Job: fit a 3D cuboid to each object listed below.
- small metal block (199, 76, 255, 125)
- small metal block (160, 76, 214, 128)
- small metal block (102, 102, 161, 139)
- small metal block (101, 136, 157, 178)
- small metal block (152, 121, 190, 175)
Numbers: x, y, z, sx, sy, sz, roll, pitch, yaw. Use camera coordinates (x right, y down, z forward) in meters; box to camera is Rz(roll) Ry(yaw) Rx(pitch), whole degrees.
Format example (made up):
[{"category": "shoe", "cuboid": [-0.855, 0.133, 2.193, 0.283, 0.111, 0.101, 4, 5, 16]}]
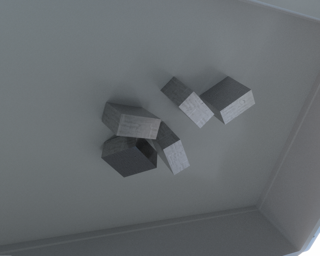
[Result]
[{"category": "small metal block", "cuboid": [0.091, -0.039, 0.420, 0.050, 0.050, 0.025, -35, 129, -6]}, {"category": "small metal block", "cuboid": [0.034, -0.033, 0.393, 0.025, 0.050, 0.050, -46, 130, 4]}, {"category": "small metal block", "cuboid": [-0.035, -0.009, 0.367, 0.050, 0.050, 0.025, 7, 105, -32]}, {"category": "small metal block", "cuboid": [-0.038, 0.035, 0.396, 0.050, 0.025, 0.050, -19, 134, 22]}, {"category": "small metal block", "cuboid": [0.011, 0.027, 0.417, 0.025, 0.050, 0.050, -30, 129, -10]}]
